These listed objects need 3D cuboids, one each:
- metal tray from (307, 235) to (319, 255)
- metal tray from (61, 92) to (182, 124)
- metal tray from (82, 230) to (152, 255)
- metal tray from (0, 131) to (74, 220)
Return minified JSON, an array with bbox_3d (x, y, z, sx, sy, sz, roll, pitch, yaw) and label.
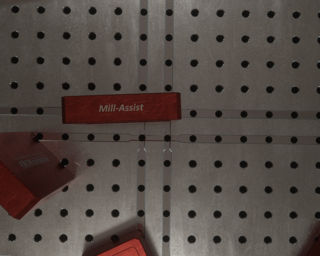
[{"bbox_3d":[0.264,0.201,0.414,0.130,0.030,0.090,33,90,-1],"label":"metal tray"},{"bbox_3d":[-0.042,-0.022,0.380,0.131,0.090,0.030,-2,90,-1],"label":"metal tray"},{"bbox_3d":[-0.042,0.215,0.410,0.090,0.030,0.129,-25,90,-1],"label":"metal tray"},{"bbox_3d":[-0.157,0.047,0.359,0.030,0.130,0.090,-45,91,0],"label":"metal tray"}]
